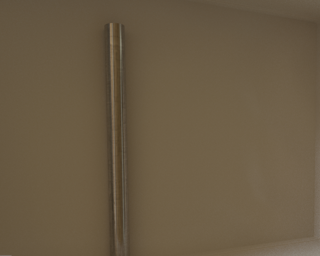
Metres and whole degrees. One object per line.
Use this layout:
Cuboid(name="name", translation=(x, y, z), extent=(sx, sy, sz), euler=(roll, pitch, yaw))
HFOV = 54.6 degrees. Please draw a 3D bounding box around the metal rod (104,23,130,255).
Cuboid(name="metal rod", translation=(-0.054, 0.022, 0.390), extent=(0.025, 0.025, 0.298), euler=(-1, 91, -20))
